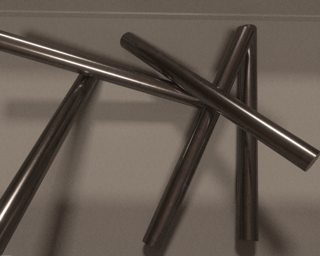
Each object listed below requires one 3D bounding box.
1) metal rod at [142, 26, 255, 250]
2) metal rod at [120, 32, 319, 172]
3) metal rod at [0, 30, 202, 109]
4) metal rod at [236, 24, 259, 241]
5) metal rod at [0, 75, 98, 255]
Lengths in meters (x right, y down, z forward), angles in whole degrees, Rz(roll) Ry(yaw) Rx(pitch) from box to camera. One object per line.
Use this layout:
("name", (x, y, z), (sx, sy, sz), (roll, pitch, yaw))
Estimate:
("metal rod", (0.053, 0.003, 0.389), (0.025, 0.025, 0.299), (24, 79, 8))
("metal rod", (0.051, -0.048, 0.381), (0.025, 0.025, 0.300), (-42, 58, -14))
("metal rod", (-0.071, -0.073, 0.402), (0.302, 0.025, 0.025), (15, 70, -8))
("metal rod", (0.117, -0.008, 0.414), (0.025, 0.025, 0.299), (6, 70, 2))
("metal rod", (-0.121, 0.017, 0.340), (0.025, 0.025, 0.300), (11, 46, 4))
